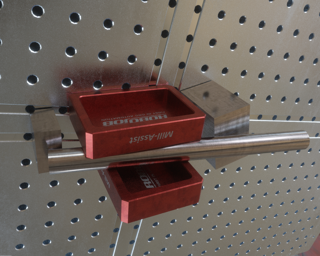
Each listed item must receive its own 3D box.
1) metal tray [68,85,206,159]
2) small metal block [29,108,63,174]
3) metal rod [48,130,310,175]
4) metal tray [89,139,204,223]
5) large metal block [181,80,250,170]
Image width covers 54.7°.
[{"bbox_3d":[-0.027,-0.013,0.347,0.131,0.090,0.030,-9,123,-24],"label":"metal tray"},{"bbox_3d":[-0.124,0.013,0.336,0.025,0.050,0.050,-8,122,-25],"label":"small metal block"},{"bbox_3d":[0.035,0.024,0.349,0.302,0.025,0.025,-4,121,-16],"label":"metal rod"},{"bbox_3d":[-0.022,0.043,0.360,0.091,0.130,0.030,-9,123,-24],"label":"metal tray"},{"bbox_3d":[0.072,-0.006,0.412,0.050,0.080,0.079,-21,127,-17],"label":"large metal block"}]
